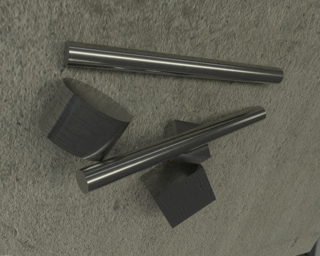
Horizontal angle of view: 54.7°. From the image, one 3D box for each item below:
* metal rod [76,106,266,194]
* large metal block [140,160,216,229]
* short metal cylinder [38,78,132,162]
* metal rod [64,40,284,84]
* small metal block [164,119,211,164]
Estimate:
[{"bbox_3d":[0.039,0.015,0.389,0.302,0.025,0.025,-18,127,-37],"label":"metal rod"},{"bbox_3d":[0.029,0.090,0.464,0.080,0.050,0.080,-32,129,-8],"label":"large metal block"},{"bbox_3d":[-0.077,-0.009,0.324,0.080,0.080,0.050,26,104,-38],"label":"short metal cylinder"},{"bbox_3d":[0.039,-0.076,0.382,0.303,0.025,0.025,0,119,-29],"label":"metal rod"},{"bbox_3d":[0.037,0.019,0.421,0.050,0.050,0.025,9,147,-33],"label":"small metal block"}]
